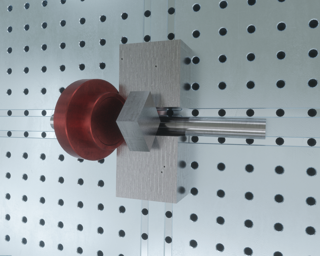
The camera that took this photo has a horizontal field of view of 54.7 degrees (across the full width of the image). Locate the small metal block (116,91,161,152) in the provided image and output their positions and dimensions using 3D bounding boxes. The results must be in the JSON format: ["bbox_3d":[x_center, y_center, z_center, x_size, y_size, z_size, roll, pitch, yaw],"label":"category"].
[{"bbox_3d":[-0.023,-0.008,0.361,0.025,0.050,0.050,1,46,20],"label":"small metal block"}]

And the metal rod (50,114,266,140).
[{"bbox_3d":[-0.016,-0.004,0.418,0.301,0.025,0.025,2,91,19],"label":"metal rod"}]

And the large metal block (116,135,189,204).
[{"bbox_3d":[-0.009,0.049,0.403,0.080,0.050,0.079,1,91,20],"label":"large metal block"}]

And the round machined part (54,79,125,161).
[{"bbox_3d":[-0.072,-0.009,0.368,0.042,0.099,0.097,5,92,34],"label":"round machined part"}]

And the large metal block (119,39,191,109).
[{"bbox_3d":[-0.005,-0.065,0.401,0.080,0.050,0.079,1,90,20],"label":"large metal block"}]
